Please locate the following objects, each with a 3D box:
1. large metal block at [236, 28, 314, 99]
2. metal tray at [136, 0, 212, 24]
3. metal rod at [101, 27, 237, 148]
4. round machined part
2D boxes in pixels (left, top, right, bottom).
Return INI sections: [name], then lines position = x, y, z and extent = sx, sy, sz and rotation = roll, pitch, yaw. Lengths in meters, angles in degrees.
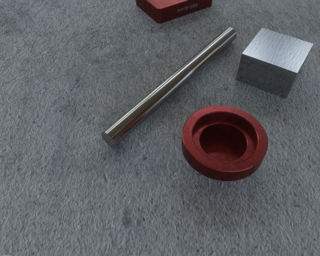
[large metal block]
position = 0.174, -0.101, 0.473
extent = 0.080, 0.050, 0.080
rotation = 26, 55, 20
[metal tray]
position = 0.029, -0.260, 0.619
extent = 0.131, 0.030, 0.090
rotation = -26, 55, -20
[metal rod]
position = 0.029, -0.075, 0.466
extent = 0.025, 0.025, 0.301
rotation = 31, 57, 23
[round machined part]
position = 0.075, 0.022, 0.374
extent = 0.099, 0.042, 0.098
rotation = 0, 50, 0
